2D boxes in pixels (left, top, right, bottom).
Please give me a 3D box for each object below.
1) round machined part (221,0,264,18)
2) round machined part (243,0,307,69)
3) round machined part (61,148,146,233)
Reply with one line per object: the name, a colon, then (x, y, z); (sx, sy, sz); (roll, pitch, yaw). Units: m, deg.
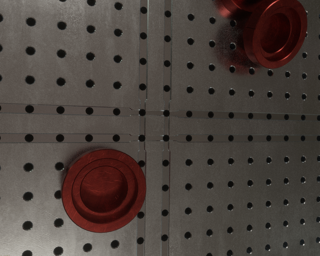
round machined part: (0.135, -0.218, 0.455); (0.099, 0.042, 0.097); (0, 90, -21)
round machined part: (0.162, -0.139, 0.452); (0.099, 0.042, 0.097); (-12, 119, -22)
round machined part: (-0.070, 0.073, 0.379); (0.099, 0.042, 0.097); (0, 90, -21)
